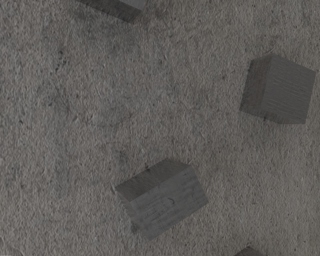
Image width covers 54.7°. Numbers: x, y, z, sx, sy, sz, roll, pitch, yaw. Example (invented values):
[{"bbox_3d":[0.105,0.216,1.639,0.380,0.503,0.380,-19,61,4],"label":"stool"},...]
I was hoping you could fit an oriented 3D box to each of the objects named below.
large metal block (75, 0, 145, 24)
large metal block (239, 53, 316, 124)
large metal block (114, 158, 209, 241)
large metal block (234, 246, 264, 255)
[{"bbox_3d":[-0.055,-0.186,0.375,0.081,0.050,0.080,18,84,-19],"label":"large metal block"},{"bbox_3d":[0.174,-0.054,0.460,0.081,0.050,0.080,16,85,-20],"label":"large metal block"},{"bbox_3d":[-0.001,0.082,0.379,0.081,0.080,0.050,-28,100,-18],"label":"large metal block"},{"bbox_3d":[0.124,0.232,0.442,0.081,0.050,0.080,-26,99,-18],"label":"large metal block"}]
